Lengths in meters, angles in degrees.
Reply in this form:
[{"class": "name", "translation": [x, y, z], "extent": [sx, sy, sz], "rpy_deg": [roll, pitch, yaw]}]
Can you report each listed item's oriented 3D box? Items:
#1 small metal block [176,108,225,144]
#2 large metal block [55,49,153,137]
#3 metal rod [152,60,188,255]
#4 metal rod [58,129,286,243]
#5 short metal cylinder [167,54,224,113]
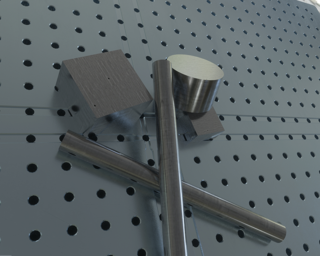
[{"class": "small metal block", "translation": [0.057, -0.009, 0.447], "extent": [0.050, 0.025, 0.050], "rpy_deg": [-9, 66, -32]}, {"class": "large metal block", "translation": [-0.069, -0.044, 0.383], "extent": [0.081, 0.050, 0.080], "rpy_deg": [-23, 74, -37]}, {"class": "metal rod", "translation": [0.012, 0.061, 0.346], "extent": [0.025, 0.025, 0.299], "rpy_deg": [6, 69, -26]}, {"class": "metal rod", "translation": [0.026, 0.076, 0.376], "extent": [0.301, 0.025, 0.025], "rpy_deg": [26, 53, -13]}, {"class": "short metal cylinder", "translation": [0.043, -0.064, 0.437], "extent": [0.081, 0.050, 0.080], "rpy_deg": [11, 33, -7]}]
